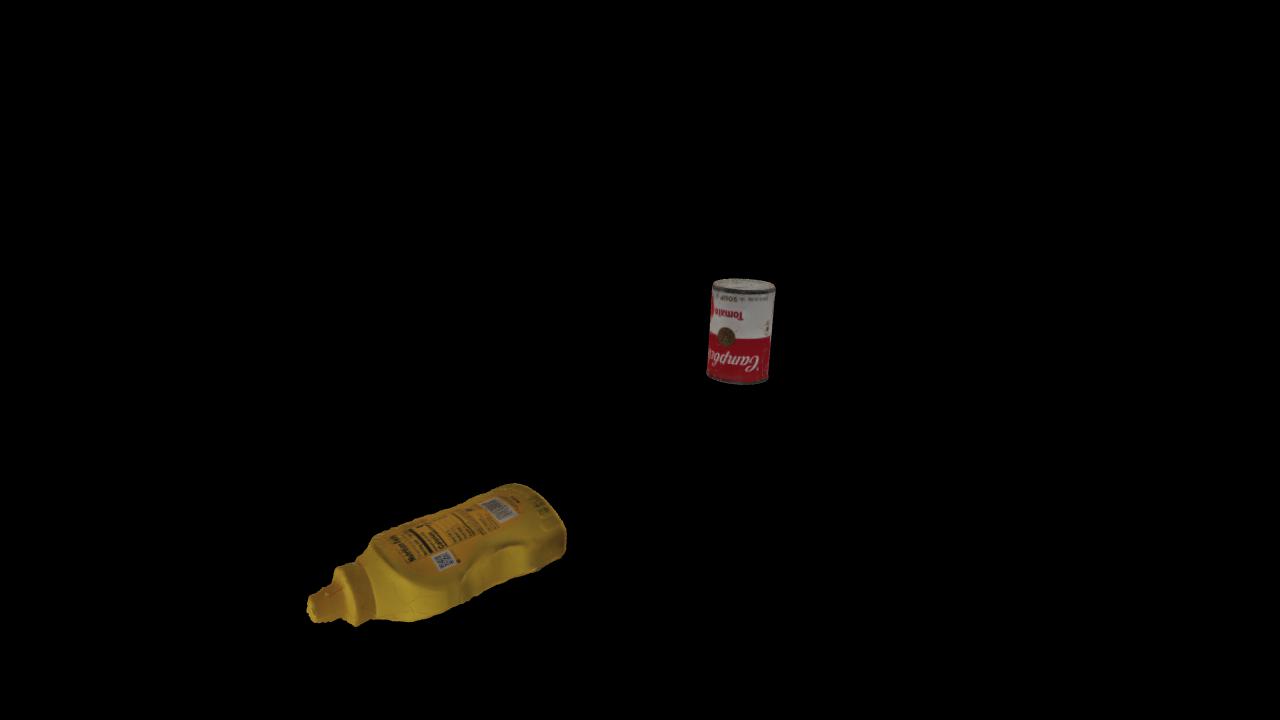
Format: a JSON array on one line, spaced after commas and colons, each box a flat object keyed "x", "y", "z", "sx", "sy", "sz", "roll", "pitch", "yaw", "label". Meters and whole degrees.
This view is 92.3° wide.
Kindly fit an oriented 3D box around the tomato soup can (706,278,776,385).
[{"x": 0.108, "y": -0.032, "z": 0.654, "sx": 0.068, "sy": 0.101, "sz": 0.068, "roll": 2, "pitch": 16, "yaw": -1, "label": "tomato soup can"}]

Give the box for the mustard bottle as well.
[{"x": -0.153, "y": 0.150, "z": 0.467, "sx": 0.184, "sy": 0.054, "sz": 0.092, "roll": -13, "pitch": 33, "yaw": -43, "label": "mustard bottle"}]
